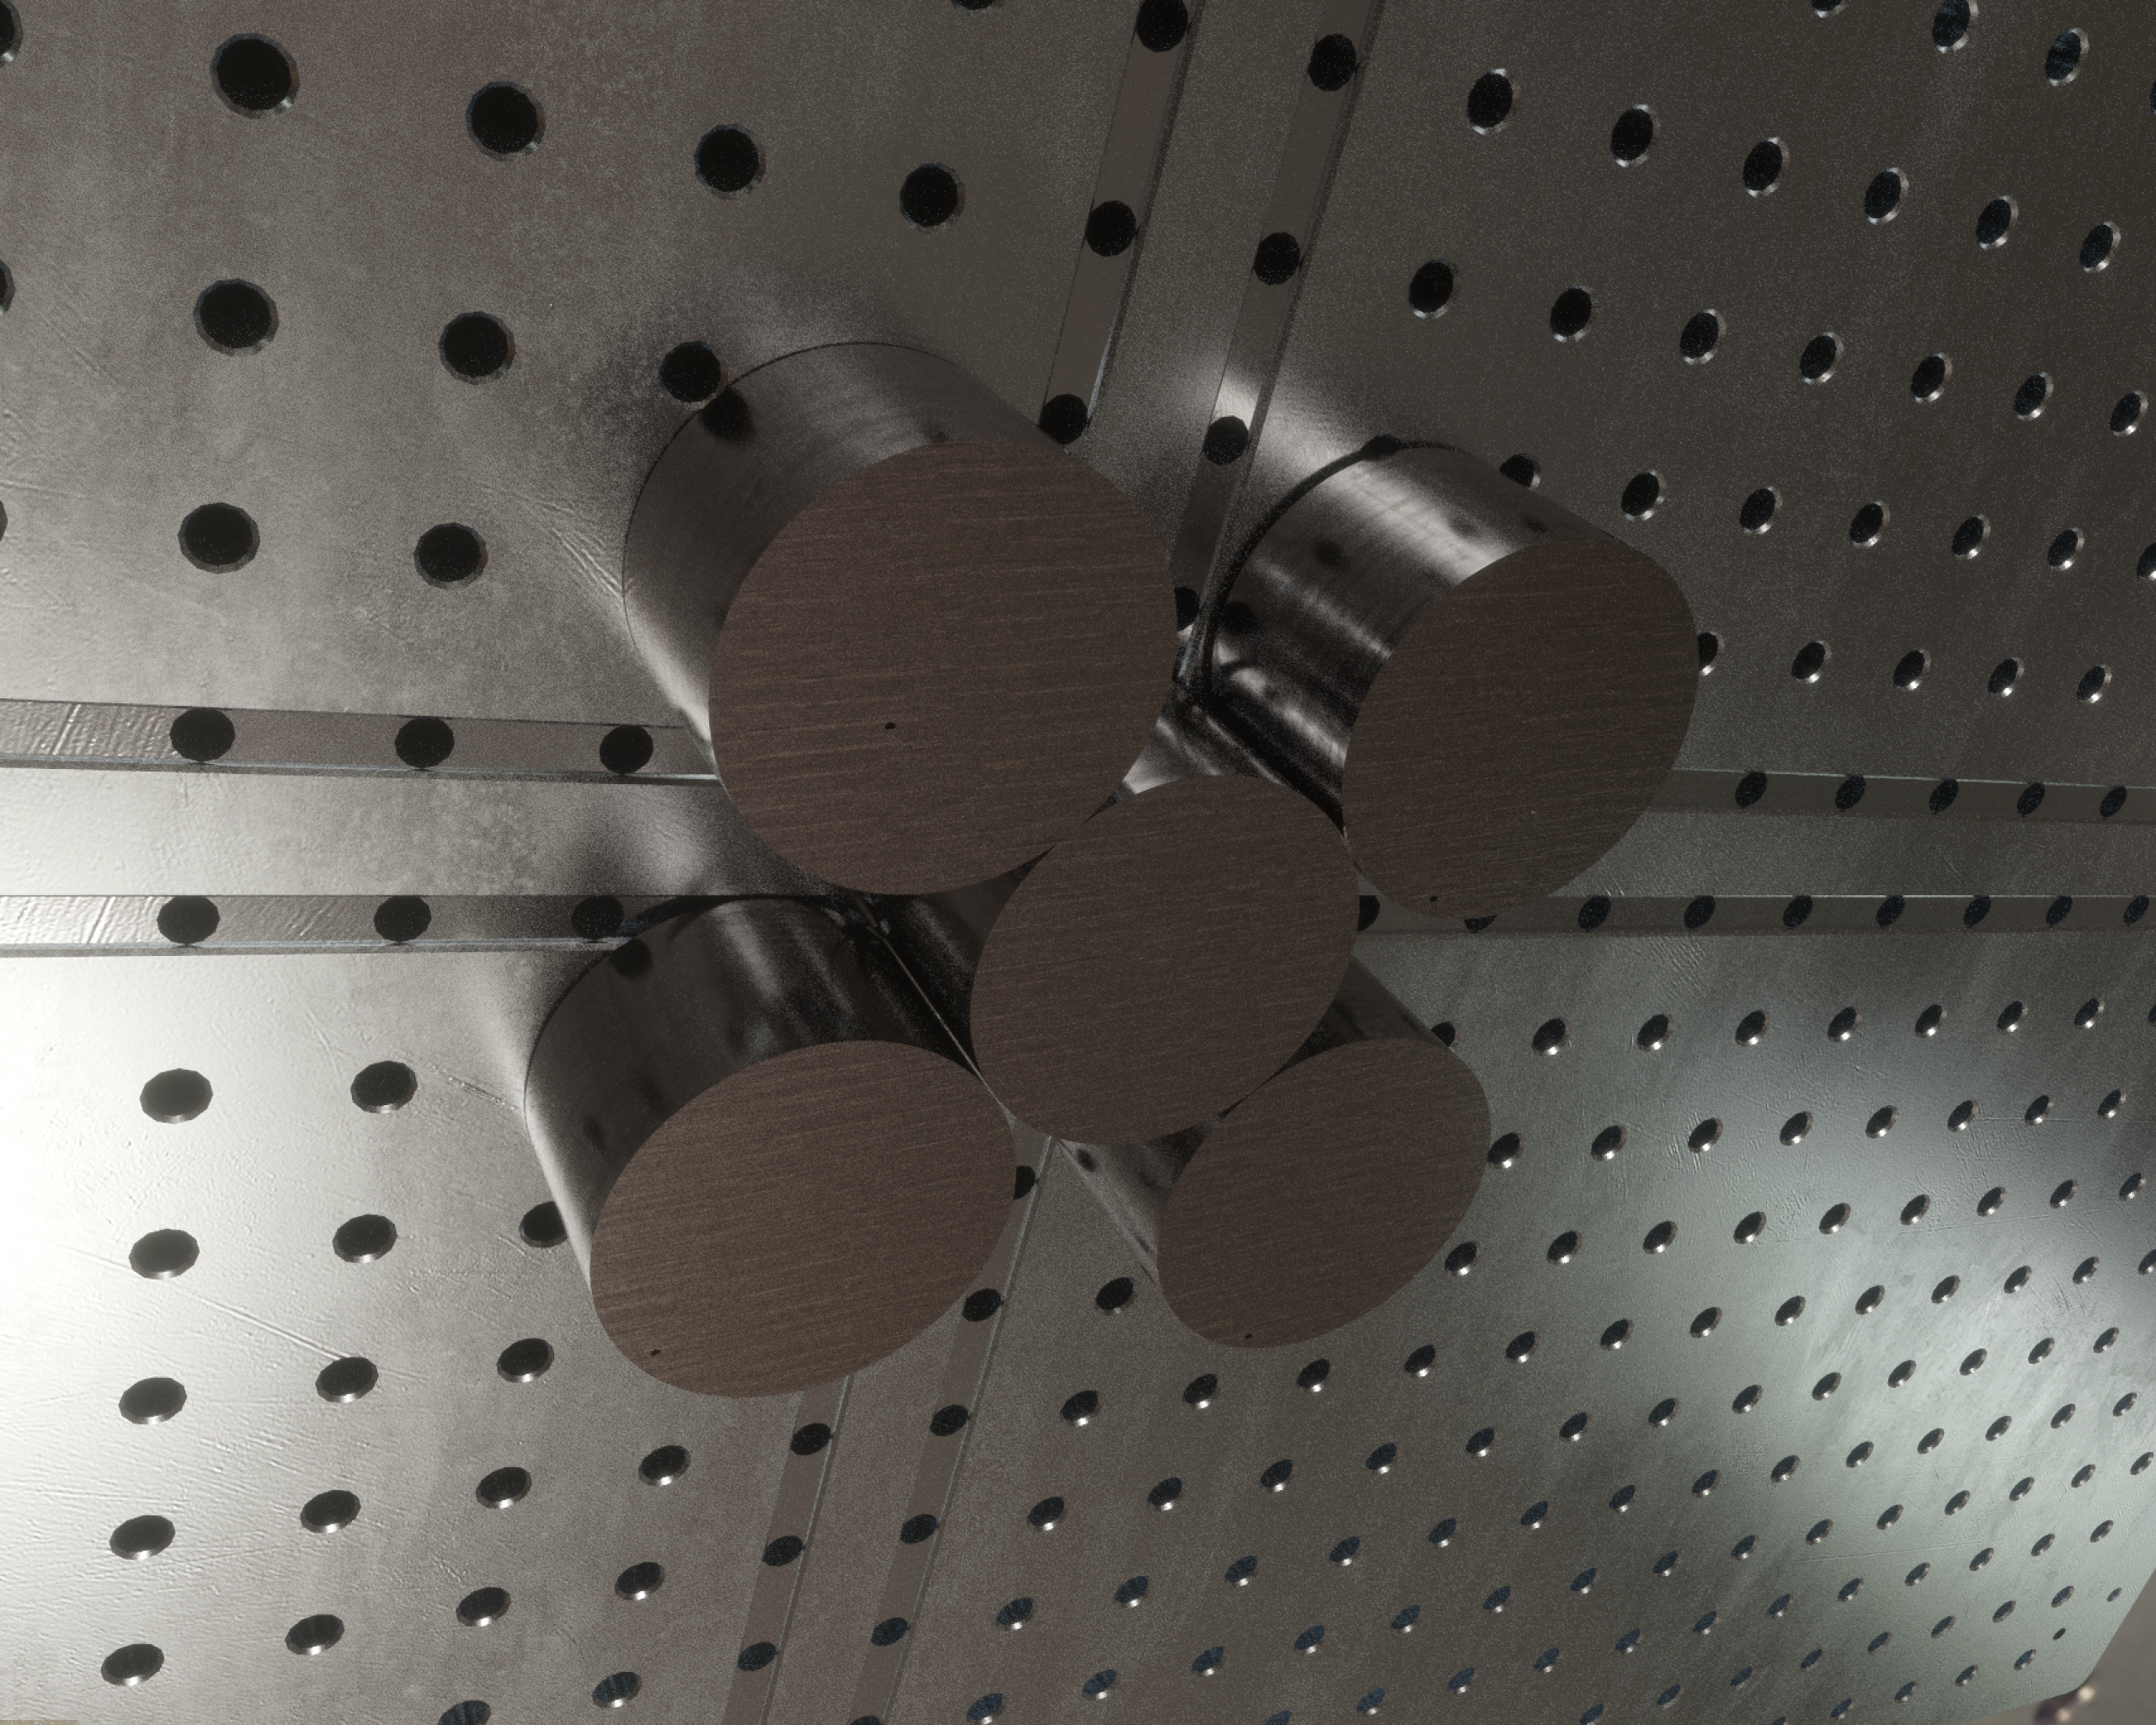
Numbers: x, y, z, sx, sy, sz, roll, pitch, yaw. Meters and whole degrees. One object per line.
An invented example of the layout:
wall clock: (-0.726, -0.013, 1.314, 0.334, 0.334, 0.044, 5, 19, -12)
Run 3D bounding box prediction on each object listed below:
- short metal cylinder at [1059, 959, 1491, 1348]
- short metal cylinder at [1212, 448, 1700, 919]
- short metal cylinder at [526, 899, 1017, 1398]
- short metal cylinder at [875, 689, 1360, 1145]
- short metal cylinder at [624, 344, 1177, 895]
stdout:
short metal cylinder: (0.042, 0.058, 0.455, 0.081, 0.050, 0.079, -14, 125, -21)
short metal cylinder: (0.074, -0.036, 0.413, 0.081, 0.050, 0.079, -14, 125, -21)
short metal cylinder: (-0.059, 0.054, 0.396, 0.081, 0.050, 0.079, -14, 125, -21)
short metal cylinder: (0.007, 0.007, 0.404, 0.081, 0.050, 0.079, -14, 125, -21)
short metal cylinder: (-0.030, -0.041, 0.353, 0.081, 0.050, 0.079, -14, 125, -21)
